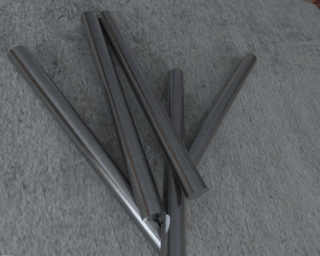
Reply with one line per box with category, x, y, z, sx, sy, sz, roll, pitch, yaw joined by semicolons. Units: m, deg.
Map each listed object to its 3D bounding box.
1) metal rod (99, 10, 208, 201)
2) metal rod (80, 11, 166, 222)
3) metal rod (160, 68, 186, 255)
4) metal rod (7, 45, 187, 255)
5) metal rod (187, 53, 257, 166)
metal rod;-0.022;-0.048;0.390;0.025;0.025;0.299;-7;56;-32
metal rod;-0.054;-0.035;0.379;0.025;0.025;0.299;-4;58;-30
metal rod;0.017;0.035;0.372;0.025;0.025;0.300;19;48;-18
metal rod;-0.075;0.026;0.348;0.025;0.025;0.300;-33;81;-38
metal rod;0.097;-0.035;0.479;0.025;0.025;0.301;39;51;-2
